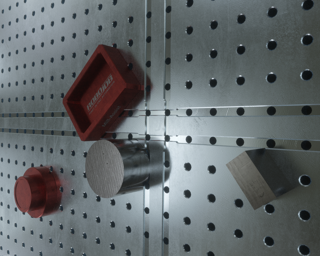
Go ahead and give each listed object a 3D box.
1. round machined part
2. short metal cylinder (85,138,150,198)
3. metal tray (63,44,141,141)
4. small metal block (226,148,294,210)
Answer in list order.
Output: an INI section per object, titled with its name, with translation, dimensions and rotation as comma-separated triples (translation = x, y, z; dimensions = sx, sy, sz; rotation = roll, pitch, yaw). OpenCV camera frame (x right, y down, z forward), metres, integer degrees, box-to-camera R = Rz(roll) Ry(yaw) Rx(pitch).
[round machined part]
translation = -0.245, 0.124, 0.597
dimensions = 0.098, 0.042, 0.097
rotation = 0, 90, 39
[short metal cylinder]
translation = -0.061, 0.055, 0.441
dimensions = 0.080, 0.050, 0.079
rotation = 0, 90, 39
[metal tray]
translation = -0.095, -0.052, 0.481
dimensions = 0.129, 0.030, 0.090
rotation = -47, 63, 29
[small metal block]
translation = 0.100, 0.049, 0.310
dimensions = 0.025, 0.050, 0.050
rotation = -44, 64, 31
